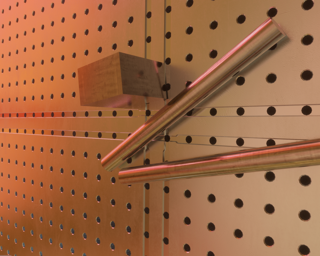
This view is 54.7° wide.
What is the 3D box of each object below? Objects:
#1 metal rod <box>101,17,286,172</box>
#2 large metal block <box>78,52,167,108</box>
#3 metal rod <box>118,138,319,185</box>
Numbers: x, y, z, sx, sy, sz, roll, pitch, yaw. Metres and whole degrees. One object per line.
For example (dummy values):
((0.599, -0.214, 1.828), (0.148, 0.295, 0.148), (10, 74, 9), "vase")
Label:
((0.020, -0.023, 0.391), (0.299, 0.025, 0.025), (-39, 67, 33), "metal rod")
((-0.050, -0.059, 0.413), (0.080, 0.081, 0.050), (-9, 84, 39), "large metal block")
((0.063, 0.043, 0.355), (0.300, 0.025, 0.025), (-14, 81, 38), "metal rod")
